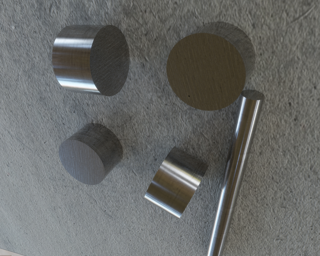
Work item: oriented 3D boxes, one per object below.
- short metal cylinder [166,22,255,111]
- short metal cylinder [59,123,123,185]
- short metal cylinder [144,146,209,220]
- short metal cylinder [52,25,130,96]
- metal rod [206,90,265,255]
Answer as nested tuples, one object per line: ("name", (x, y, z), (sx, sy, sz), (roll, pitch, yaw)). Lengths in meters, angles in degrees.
("short metal cylinder", (0.054, -0.065, 0.323), (0.080, 0.050, 0.079), (13, 124, 21))
("short metal cylinder", (-0.104, 0.039, 0.470), (0.080, 0.050, 0.079), (13, 124, 21))
("short metal cylinder", (0.022, 0.071, 0.403), (0.050, 0.080, 0.079), (29, 128, 9))
("short metal cylinder", (-0.078, -0.079, 0.363), (0.050, 0.080, 0.079), (9, 122, 24))
("metal rod", (0.092, 0.089, 0.413), (0.025, 0.025, 0.298), (16, 125, 19))
